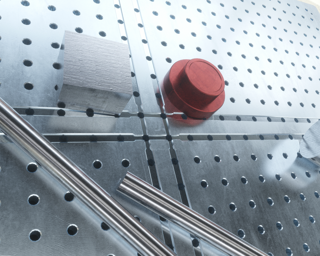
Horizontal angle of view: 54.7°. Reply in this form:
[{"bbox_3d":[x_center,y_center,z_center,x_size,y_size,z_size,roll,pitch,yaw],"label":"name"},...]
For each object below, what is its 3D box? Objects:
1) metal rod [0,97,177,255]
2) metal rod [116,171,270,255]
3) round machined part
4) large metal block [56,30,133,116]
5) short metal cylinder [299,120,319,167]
[{"bbox_3d":[-0.103,0.043,0.326,0.300,0.025,0.025,42,51,0],"label":"metal rod"},{"bbox_3d":[0.083,0.138,0.370,0.301,0.025,0.025,32,51,-8],"label":"metal rod"},{"bbox_3d":[0.059,-0.067,0.472,0.099,0.042,0.098,14,56,-21],"label":"round machined part"},{"bbox_3d":[-0.084,-0.067,0.389,0.081,0.050,0.080,7,59,-25],"label":"large metal block"},{"bbox_3d":[0.280,0.028,0.510,0.050,0.080,0.080,32,51,-8],"label":"short metal cylinder"}]
